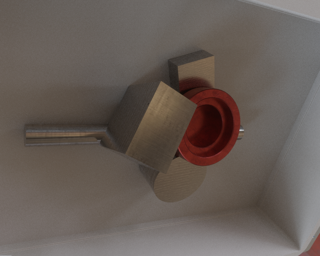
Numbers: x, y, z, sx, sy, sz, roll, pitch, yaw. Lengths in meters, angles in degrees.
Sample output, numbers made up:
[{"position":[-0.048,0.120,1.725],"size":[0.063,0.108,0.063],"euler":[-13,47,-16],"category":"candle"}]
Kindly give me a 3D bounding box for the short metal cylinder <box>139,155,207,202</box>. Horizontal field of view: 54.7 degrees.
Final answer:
[{"position":[0.018,0.057,0.436],"size":[0.081,0.050,0.079],"euler":[-14,125,-21],"category":"short metal cylinder"}]

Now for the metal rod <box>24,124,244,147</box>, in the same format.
[{"position":[-0.012,0.007,0.404],"size":[0.303,0.025,0.025],"euler":[0,119,-29],"category":"metal rod"}]

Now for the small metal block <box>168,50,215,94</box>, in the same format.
[{"position":[0.041,-0.065,0.391],"size":[0.050,0.025,0.050],"euler":[-19,126,-17],"category":"small metal block"}]

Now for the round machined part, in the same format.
[{"position":[0.052,-0.004,0.399],"size":[0.099,0.042,0.097],"euler":[-7,104,-27],"category":"round machined part"}]

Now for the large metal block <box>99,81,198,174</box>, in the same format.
[{"position":[-0.016,-0.002,0.344],"size":[0.050,0.080,0.080],"euler":[30,79,-27],"category":"large metal block"}]
